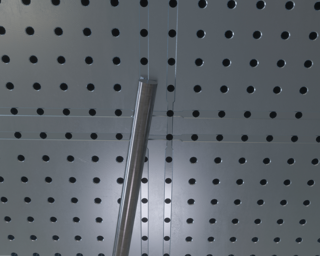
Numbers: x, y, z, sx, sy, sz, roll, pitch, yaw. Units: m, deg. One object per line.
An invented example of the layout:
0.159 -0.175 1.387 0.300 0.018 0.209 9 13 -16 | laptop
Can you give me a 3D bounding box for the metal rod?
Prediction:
-0.040 0.079 0.442 0.025 0.025 0.298 9 110 -3 | metal rod
